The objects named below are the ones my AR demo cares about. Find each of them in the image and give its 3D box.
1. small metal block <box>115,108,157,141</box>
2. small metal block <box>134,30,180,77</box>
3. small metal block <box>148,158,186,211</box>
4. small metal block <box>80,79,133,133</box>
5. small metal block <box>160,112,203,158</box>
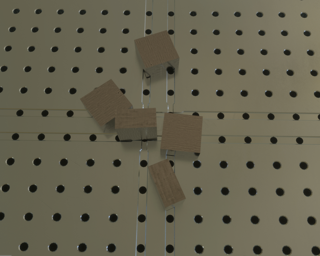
[{"bbox_3d":[-0.029,-0.004,0.400,0.050,0.050,0.025,-3,70,-1],"label":"small metal block"},{"bbox_3d":[-0.005,-0.108,0.451,0.050,0.025,0.050,-19,71,-7],"label":"small metal block"},{"bbox_3d":[0.008,0.070,0.373,0.025,0.050,0.050,-22,72,-8],"label":"small metal block"},{"bbox_3d":[-0.071,-0.030,0.422,0.050,0.025,0.050,-36,74,-12],"label":"small metal block"},{"bbox_3d":[0.028,0.010,0.408,0.050,0.025,0.050,6,70,2],"label":"small metal block"}]
